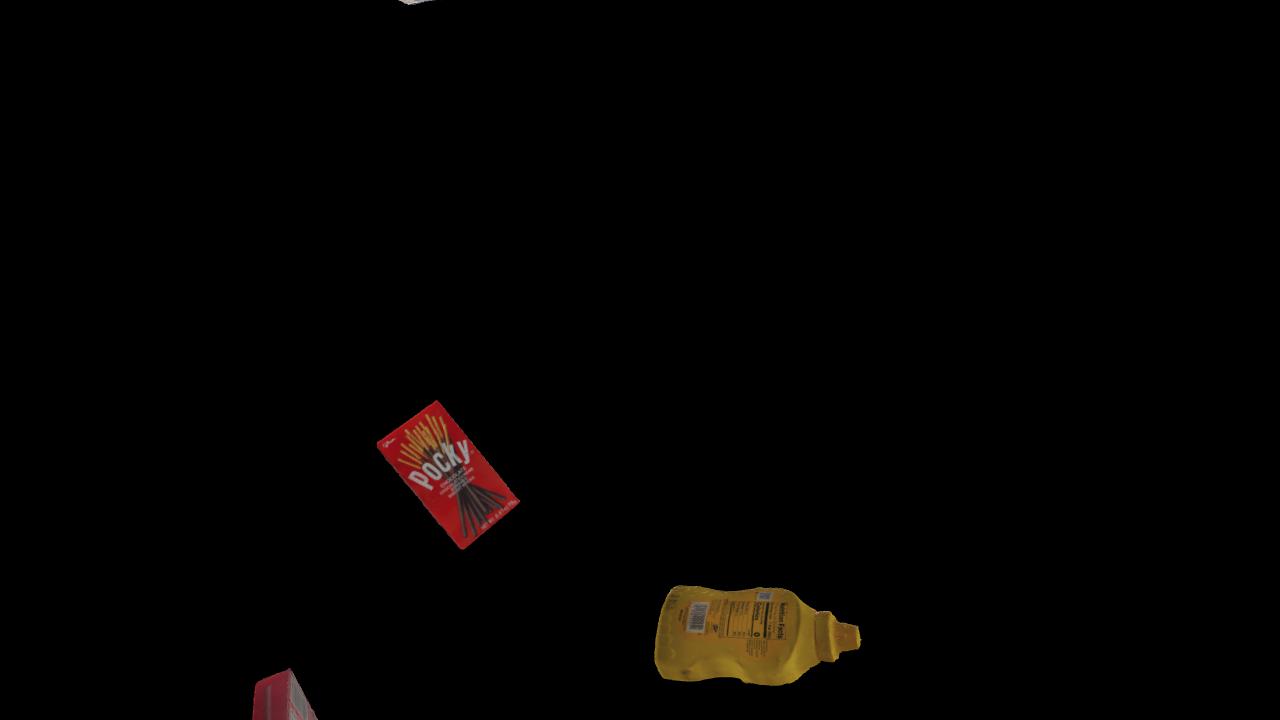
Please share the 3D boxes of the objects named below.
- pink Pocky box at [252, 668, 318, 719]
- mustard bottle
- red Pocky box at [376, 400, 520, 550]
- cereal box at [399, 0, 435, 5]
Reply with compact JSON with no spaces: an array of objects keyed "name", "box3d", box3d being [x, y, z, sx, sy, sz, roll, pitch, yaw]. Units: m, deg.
[{"name":"pink Pocky box","box3d":[-0.265,0.324,0.461,0.029,0.084,0.155,-16,32,-20]},{"name":"mustard bottle","box3d":[0.109,0.255,0.573,0.184,0.054,0.092,-9,25,23]},{"name":"red Pocky box","box3d":[-0.217,0.130,0.699,0.083,0.155,0.028,-40,1,-24]},{"name":"cereal box","box3d":[-0.278,-0.443,0.485,0.081,0.203,0.306,9,13,26]}]
